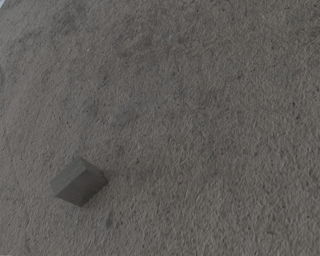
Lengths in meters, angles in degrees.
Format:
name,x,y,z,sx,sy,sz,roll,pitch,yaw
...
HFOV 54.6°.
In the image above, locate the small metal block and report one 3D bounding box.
name,x,y,z,sx,sy,sz,roll,pitch,yaw
small metal block,-0.104,0.070,0.400,0.050,0.050,0.025,-42,51,0
